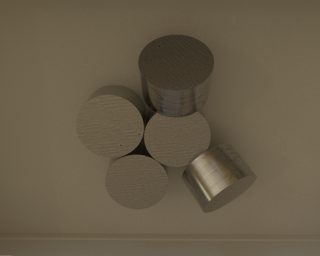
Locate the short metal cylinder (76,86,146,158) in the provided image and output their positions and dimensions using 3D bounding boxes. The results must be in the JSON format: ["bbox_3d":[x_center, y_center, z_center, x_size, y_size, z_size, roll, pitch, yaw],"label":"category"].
[{"bbox_3d":[-0.059,-0.009,0.391,0.081,0.050,0.079,0,110,-1],"label":"short metal cylinder"}]

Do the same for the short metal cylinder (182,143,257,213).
[{"bbox_3d":[0.076,0.065,0.399,0.081,0.050,0.080,-25,149,-16],"label":"short metal cylinder"}]

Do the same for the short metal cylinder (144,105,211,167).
[{"bbox_3d":[0.021,0.003,0.397,0.081,0.050,0.079,0,110,-1],"label":"short metal cylinder"}]

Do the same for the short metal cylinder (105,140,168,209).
[{"bbox_3d":[-0.030,0.061,0.418,0.081,0.050,0.079,0,110,-1],"label":"short metal cylinder"}]

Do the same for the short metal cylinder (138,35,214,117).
[{"bbox_3d":[0.018,-0.059,0.351,0.081,0.080,0.050,-3,149,0],"label":"short metal cylinder"}]
